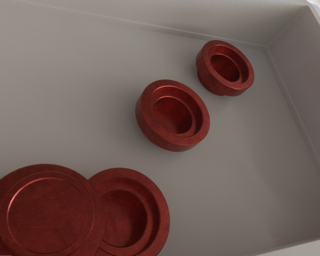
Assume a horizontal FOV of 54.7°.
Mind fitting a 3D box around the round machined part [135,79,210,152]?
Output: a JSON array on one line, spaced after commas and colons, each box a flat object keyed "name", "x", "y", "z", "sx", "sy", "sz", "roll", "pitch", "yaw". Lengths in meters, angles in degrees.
[{"name": "round machined part", "x": 0.013, "y": -0.013, "z": 0.409, "sx": 0.099, "sy": 0.042, "sz": 0.098, "roll": 14, "pitch": 56, "yaw": -21}]

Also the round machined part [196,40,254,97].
[{"name": "round machined part", "x": 0.100, "y": -0.092, "z": 0.504, "sx": 0.099, "sy": 0.042, "sz": 0.098, "roll": 14, "pitch": 56, "yaw": -21}]

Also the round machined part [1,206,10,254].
[{"name": "round machined part", "x": -0.175, "y": 0.083, "z": 0.241, "sx": 0.099, "sy": 0.042, "sz": 0.098, "roll": 23, "pitch": 52, "yaw": -32}]

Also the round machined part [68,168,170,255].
[{"name": "round machined part", "x": -0.043, "y": 0.093, "z": 0.314, "sx": 0.099, "sy": 0.042, "sz": 0.098, "roll": 14, "pitch": 56, "yaw": -21}]

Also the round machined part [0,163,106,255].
[{"name": "round machined part", "x": -0.091, "y": 0.073, "z": 0.247, "sx": 0.099, "sy": 0.042, "sz": 0.098, "roll": 14, "pitch": 56, "yaw": -21}]
